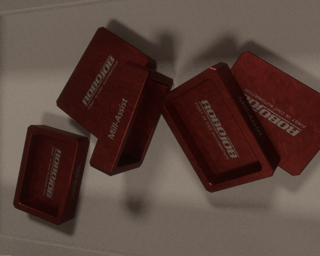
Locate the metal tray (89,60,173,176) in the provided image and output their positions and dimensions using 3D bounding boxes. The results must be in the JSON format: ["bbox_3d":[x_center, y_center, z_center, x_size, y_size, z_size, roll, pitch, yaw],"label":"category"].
[{"bbox_3d":[-0.032,-0.010,0.386,0.030,0.090,0.129,24,98,18],"label":"metal tray"}]

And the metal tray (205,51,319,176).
[{"bbox_3d":[0.129,-0.018,0.362,0.130,0.030,0.090,36,101,16],"label":"metal tray"}]

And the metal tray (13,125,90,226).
[{"bbox_3d":[-0.163,0.067,0.463,0.090,0.030,0.129,14,95,19],"label":"metal tray"}]

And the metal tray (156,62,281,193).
[{"bbox_3d":[0.064,0.003,0.353,0.090,0.030,0.130,-28,94,40],"label":"metal tray"}]

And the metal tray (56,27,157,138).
[{"bbox_3d":[-0.077,-0.062,0.434,0.090,0.030,0.129,36,101,16],"label":"metal tray"}]
